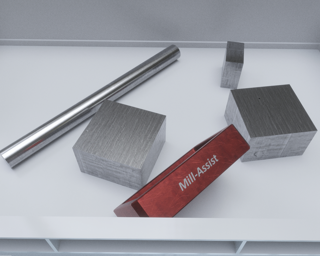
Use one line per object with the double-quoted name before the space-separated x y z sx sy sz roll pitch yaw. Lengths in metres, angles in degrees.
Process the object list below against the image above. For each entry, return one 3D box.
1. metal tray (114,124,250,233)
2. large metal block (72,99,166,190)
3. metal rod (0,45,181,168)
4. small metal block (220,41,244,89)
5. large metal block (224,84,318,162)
"metal tray" 0.021 0.053 0.316 0.131 0.090 0.030 -35 86 -26
"large metal block" -0.044 0.019 0.372 0.080 0.050 0.080 16 52 12
"metal rod" -0.080 -0.044 0.440 0.025 0.025 0.302 37 59 26
"small metal block" 0.110 -0.095 0.470 0.025 0.050 0.050 9 51 7
"large metal block" 0.136 -0.007 0.397 0.081 0.050 0.080 -6 50 -6
